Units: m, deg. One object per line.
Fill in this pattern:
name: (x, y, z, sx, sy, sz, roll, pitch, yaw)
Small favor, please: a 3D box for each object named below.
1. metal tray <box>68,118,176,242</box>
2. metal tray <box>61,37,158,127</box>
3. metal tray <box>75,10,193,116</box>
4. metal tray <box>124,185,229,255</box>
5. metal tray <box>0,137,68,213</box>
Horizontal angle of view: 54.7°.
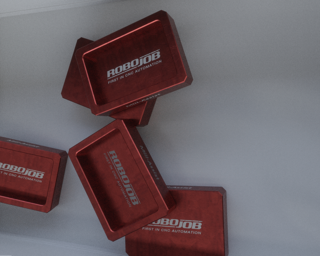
metal tray: (-0.050, 0.064, 0.392, 0.090, 0.030, 0.130, -31, 80, 17)
metal tray: (-0.066, -0.064, 0.431, 0.130, 0.030, 0.089, 21, 97, 18)
metal tray: (-0.035, -0.076, 0.387, 0.130, 0.030, 0.090, -19, 84, 18)
metal tray: (0.019, 0.122, 0.401, 0.130, 0.030, 0.089, -2, 89, 19)
metal tray: (-0.213, 0.066, 0.463, 0.131, 0.030, 0.089, 12, 94, 2)
